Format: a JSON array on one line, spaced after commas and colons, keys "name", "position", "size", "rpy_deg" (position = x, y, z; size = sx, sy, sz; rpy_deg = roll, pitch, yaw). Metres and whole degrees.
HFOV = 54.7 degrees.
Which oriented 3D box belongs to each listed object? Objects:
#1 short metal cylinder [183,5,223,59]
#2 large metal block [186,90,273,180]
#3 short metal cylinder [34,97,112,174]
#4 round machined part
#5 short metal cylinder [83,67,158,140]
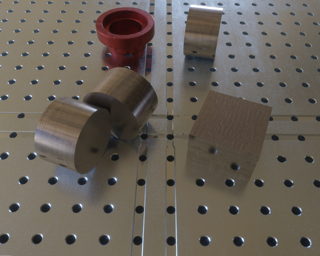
[{"name": "short metal cylinder", "position": [0.070, -0.155, 0.503], "size": [0.050, 0.080, 0.080], "rpy_deg": [10, 51, 8]}, {"name": "large metal block", "position": [0.086, 0.007, 0.386], "size": [0.080, 0.050, 0.080], "rpy_deg": [18, 52, 14]}, {"name": "short metal cylinder", "position": [-0.099, 0.008, 0.364], "size": [0.050, 0.080, 0.080], "rpy_deg": [18, 52, 14]}, {"name": "round machined part", "position": [-0.058, -0.164, 0.534], "size": [0.099, 0.042, 0.098], "rpy_deg": [0, 50, 0]}, {"name": "short metal cylinder", "position": [-0.050, -0.030, 0.397], "size": [0.080, 0.080, 0.050], "rpy_deg": [20, 53, 16]}]
